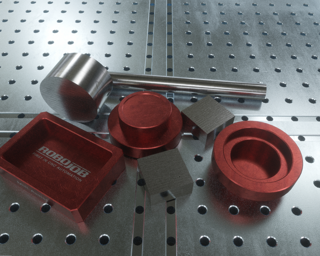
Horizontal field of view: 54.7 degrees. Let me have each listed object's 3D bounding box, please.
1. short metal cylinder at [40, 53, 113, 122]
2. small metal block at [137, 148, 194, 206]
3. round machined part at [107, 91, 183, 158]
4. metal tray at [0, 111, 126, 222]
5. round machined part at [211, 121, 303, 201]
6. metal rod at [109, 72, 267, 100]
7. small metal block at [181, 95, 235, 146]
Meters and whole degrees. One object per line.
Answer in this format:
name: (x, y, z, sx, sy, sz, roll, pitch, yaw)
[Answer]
short metal cylinder: (-0.110, -0.053, 0.415, 0.080, 0.080, 0.050, 14, 51, 11)
small metal block: (0.005, 0.056, 0.361, 0.050, 0.025, 0.050, -15, 52, -12)
round machined part: (-0.019, -0.011, 0.405, 0.099, 0.042, 0.098, 0, 47, 0)
metal tray: (-0.119, 0.040, 0.369, 0.130, 0.030, 0.090, 24, 54, 19)
round machined part: (0.109, 0.041, 0.363, 0.099, 0.042, 0.098, 0, 50, 0)
metal rod: (0.002, -0.066, 0.462, 0.302, 0.025, 0.025, 5, 50, 4)
small metal block: (0.063, -0.011, 0.418, 0.050, 0.025, 0.050, -31, 57, -24)
